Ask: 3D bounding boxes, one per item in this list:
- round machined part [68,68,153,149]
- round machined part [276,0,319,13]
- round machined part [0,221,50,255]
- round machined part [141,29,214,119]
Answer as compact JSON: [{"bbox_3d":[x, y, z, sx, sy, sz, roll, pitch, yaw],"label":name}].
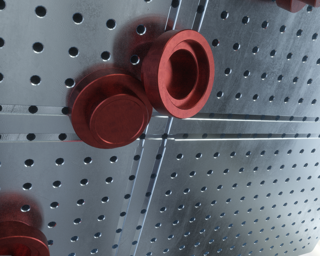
[{"bbox_3d":[-0.053,-0.016,0.361,0.099,0.042,0.097,-14,124,-21],"label":"round machined part"},{"bbox_3d":[0.183,-0.181,0.361,0.098,0.042,0.098,-40,153,-25],"label":"round machined part"},{"bbox_3d":[-0.194,0.158,0.392,0.099,0.042,0.097,-14,124,-21],"label":"round machined part"},{"bbox_3d":[0.017,-0.062,0.355,0.099,0.042,0.097,-15,111,-44],"label":"round machined part"}]
